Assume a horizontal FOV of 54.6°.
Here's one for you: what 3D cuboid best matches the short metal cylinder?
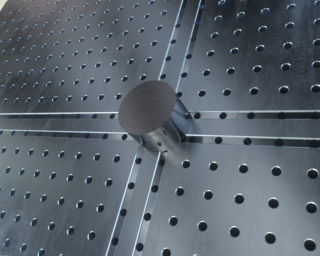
[{"bbox_3d":[-0.007,-0.015,0.406,0.080,0.050,0.080,-13,56,21],"label":"short metal cylinder"}]
